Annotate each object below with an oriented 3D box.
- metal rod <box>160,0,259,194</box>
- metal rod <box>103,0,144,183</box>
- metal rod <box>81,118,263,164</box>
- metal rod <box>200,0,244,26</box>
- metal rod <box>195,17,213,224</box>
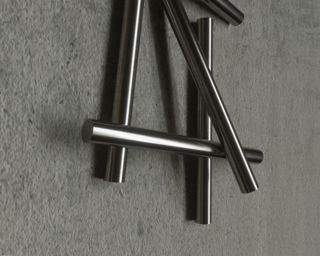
[{"bbox_3d":[0.064,-0.053,0.415,0.025,0.025,0.299,-25,93,-37],"label":"metal rod"},{"bbox_3d":[-0.039,-0.086,0.371,0.025,0.025,0.298,10,84,-40],"label":"metal rod"},{"bbox_3d":[0.042,0.025,0.405,0.302,0.025,0.025,11,83,-40],"label":"metal rod"},{"bbox_3d":[0.027,-0.201,0.401,0.302,0.025,0.025,12,83,-47],"label":"metal rod"},{"bbox_3d":[0.065,-0.010,0.458,0.025,0.025,0.298,1,90,-40],"label":"metal rod"}]
